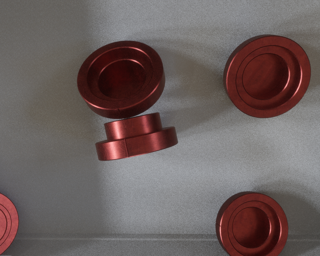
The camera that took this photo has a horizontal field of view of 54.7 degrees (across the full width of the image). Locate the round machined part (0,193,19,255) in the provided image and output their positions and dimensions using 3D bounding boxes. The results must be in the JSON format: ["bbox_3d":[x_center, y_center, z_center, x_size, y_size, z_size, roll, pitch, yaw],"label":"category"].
[{"bbox_3d":[-0.242,0.132,0.416,0.042,0.098,0.098,-18,116,49],"label":"round machined part"}]

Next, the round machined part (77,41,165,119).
[{"bbox_3d":[-0.042,-0.052,0.364,0.099,0.098,0.042,-10,150,3],"label":"round machined part"}]

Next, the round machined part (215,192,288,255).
[{"bbox_3d":[0.126,0.140,0.442,0.099,0.042,0.097,1,84,-8],"label":"round machined part"}]

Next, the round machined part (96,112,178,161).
[{"bbox_3d":[-0.030,0.008,0.378,0.099,0.098,0.042,-12,92,4],"label":"round machined part"}]

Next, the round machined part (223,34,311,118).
[{"bbox_3d":[0.127,-0.064,0.380,0.099,0.042,0.097,0,110,-1],"label":"round machined part"}]
